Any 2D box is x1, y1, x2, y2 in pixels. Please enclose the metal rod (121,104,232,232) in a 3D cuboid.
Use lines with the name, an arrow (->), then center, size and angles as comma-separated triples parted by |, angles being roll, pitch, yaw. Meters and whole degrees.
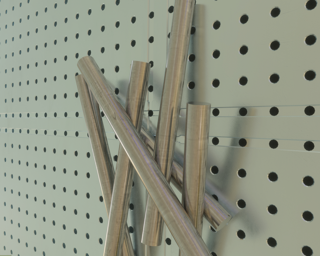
metal rod -> -0.020, 0.018, 0.426 | 0.300, 0.025, 0.025 | 44, 117, 31

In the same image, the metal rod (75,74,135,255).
metal rod -> -0.079, 0.066, 0.457 | 0.025, 0.025, 0.299 | -17, 85, 39

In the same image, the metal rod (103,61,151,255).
metal rod -> -0.047, 0.062, 0.414 | 0.025, 0.025, 0.298 | 14, 98, 39

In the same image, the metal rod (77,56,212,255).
metal rod -> -0.029, 0.025, 0.366 | 0.025, 0.025, 0.299 | -48, 62, 29

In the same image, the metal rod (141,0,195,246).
metal rod -> 0.010, -0.011, 0.378 | 0.025, 0.025, 0.299 | 6, 86, 40

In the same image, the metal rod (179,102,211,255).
metal rod -> 0.035, 0.120, 0.352 | 0.025, 0.025, 0.298 | 13, 107, 39
